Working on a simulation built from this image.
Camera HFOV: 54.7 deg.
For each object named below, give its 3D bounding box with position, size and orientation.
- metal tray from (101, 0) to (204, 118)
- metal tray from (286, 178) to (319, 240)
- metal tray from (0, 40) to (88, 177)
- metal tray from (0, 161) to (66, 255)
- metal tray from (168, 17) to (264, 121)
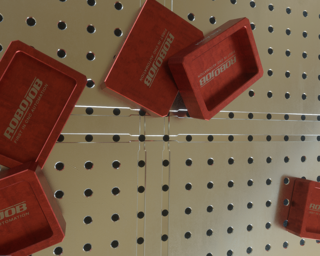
[{"bbox_3d":[-0.008,-0.090,0.408,0.090,0.030,0.130,28,81,-18],"label":"metal tray"},{"bbox_3d":[0.278,0.140,0.515,0.131,0.030,0.090,14,85,-20],"label":"metal tray"},{"bbox_3d":[-0.153,-0.021,0.353,0.090,0.030,0.130,28,81,-18],"label":"metal tray"},{"bbox_3d":[-0.178,0.100,0.325,0.131,0.030,0.089,-20,106,-10],"label":"metal tray"},{"bbox_3d":[0.081,-0.081,0.419,0.131,0.030,0.090,-37,117,-25],"label":"metal tray"}]
